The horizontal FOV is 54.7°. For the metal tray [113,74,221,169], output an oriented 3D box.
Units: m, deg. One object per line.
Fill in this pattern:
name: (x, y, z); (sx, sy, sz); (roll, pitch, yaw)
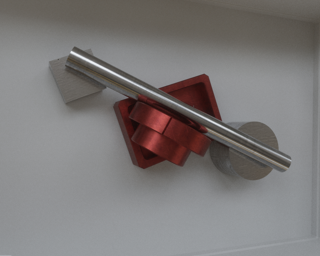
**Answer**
metal tray: (0.015, -0.011, 0.412); (0.131, 0.030, 0.090); (-20, 97, -19)

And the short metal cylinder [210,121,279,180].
short metal cylinder: (0.119, 0.031, 0.441); (0.081, 0.050, 0.079); (0, 90, -21)

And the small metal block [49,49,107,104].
small metal block: (-0.099, -0.062, 0.373); (0.050, 0.025, 0.050); (-23, 98, -19)

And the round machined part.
round machined part: (0.006, 0.011, 0.360); (0.098, 0.098, 0.042); (29, 88, -18)

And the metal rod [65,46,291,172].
metal rod: (0.032, -0.016, 0.378); (0.301, 0.025, 0.025); (26, 81, -12)
